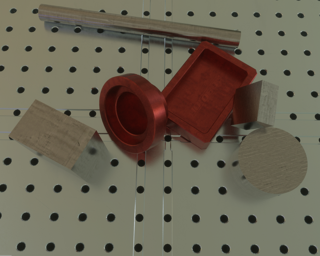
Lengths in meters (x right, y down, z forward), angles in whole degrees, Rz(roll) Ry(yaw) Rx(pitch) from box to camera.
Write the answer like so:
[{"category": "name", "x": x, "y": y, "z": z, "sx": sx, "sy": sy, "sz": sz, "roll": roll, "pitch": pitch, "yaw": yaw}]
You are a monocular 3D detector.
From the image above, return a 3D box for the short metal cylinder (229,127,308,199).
[{"category": "short metal cylinder", "x": 0.131, "y": 0.045, "z": 0.384, "sx": 0.081, "sy": 0.050, "sz": 0.080, "roll": 0, "pitch": 70, "yaw": -1}]

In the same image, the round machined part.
[{"category": "round machined part", "x": -0.028, "y": -0.021, "z": 0.389, "sx": 0.042, "sy": 0.097, "sz": 0.098, "roll": -25, "pitch": 69, "yaw": -44}]

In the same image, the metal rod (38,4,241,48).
[{"category": "metal rod", "x": -0.032, "y": -0.154, "z": 0.467, "sx": 0.302, "sy": 0.025, "sz": 0.025, "roll": 9, "pitch": 70, "yaw": 2}]

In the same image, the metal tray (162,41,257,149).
[{"category": "metal tray", "x": 0.061, "y": -0.048, "z": 0.427, "sx": 0.090, "sy": 0.030, "sz": 0.130, "roll": 34, "pitch": 73, "yaw": 11}]

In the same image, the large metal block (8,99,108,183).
[{"category": "large metal block", "x": -0.117, "y": 0.019, "z": 0.374, "sx": 0.080, "sy": 0.080, "sz": 0.050, "roll": 26, "pitch": 72, "yaw": 9}]

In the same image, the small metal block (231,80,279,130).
[{"category": "small metal block", "x": 0.116, "y": -0.027, "z": 0.383, "sx": 0.025, "sy": 0.050, "sz": 0.050, "roll": 15, "pitch": 78, "yaw": -21}]
